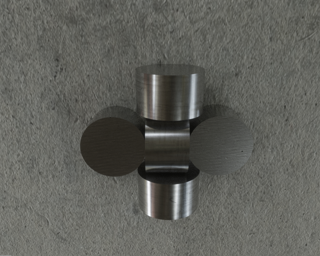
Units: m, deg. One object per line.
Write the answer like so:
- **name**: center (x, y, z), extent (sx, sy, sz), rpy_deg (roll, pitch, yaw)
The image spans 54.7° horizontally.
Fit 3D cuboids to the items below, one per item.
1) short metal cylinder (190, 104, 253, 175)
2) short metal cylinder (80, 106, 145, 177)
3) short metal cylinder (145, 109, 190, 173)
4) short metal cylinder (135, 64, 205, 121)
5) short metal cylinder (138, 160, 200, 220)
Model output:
- **short metal cylinder**: center (0.074, 0.014, 0.403), extent (0.081, 0.050, 0.079), rpy_deg (0, 111, 0)
- **short metal cylinder**: center (-0.058, 0.016, 0.403), extent (0.081, 0.050, 0.079), rpy_deg (0, 110, -1)
- **short metal cylinder**: center (0.008, 0.016, 0.388), extent (0.050, 0.080, 0.079), rpy_deg (1, 110, 0)
- **short metal cylinder**: center (0.012, -0.045, 0.366), extent (0.081, 0.080, 0.050), rpy_deg (0, 110, 0)
- **short metal cylinder**: center (0.011, 0.077, 0.411), extent (0.081, 0.080, 0.050), rpy_deg (0, 110, 0)
